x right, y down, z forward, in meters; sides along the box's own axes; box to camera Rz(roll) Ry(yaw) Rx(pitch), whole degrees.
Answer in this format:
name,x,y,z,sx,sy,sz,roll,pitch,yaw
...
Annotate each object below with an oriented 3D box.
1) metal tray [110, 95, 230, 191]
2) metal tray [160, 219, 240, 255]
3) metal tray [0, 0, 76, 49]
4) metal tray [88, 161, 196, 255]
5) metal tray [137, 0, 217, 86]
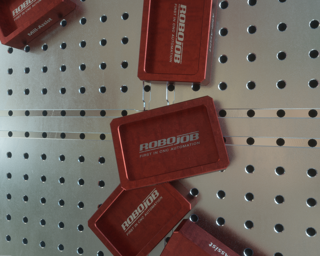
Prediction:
name,x,y,z,sx,sy,sz,roll,pitch,yaw
metal tray,0.011,0.020,0.384,0.130,0.030,0.090,-14,77,6
metal tray,0.061,0.183,0.374,0.130,0.030,0.089,32,120,17
metal tray,-0.204,-0.195,0.482,0.130,0.030,0.090,-28,81,18
metal tray,-0.026,0.115,0.419,0.090,0.030,0.130,44,103,14
metal tray,0.022,-0.123,0.402,0.090,0.030,0.129,6,92,20
